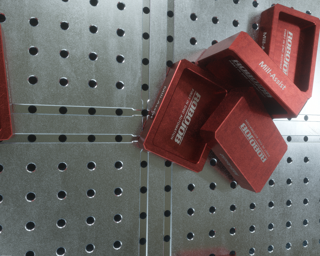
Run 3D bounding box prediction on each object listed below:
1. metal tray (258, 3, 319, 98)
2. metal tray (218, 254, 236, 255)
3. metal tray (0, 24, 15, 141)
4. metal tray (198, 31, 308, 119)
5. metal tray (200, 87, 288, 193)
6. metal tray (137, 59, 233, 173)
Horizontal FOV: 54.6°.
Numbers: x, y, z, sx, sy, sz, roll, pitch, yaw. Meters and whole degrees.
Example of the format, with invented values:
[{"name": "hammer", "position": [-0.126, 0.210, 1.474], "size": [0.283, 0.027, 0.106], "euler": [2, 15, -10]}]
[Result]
[{"name": "metal tray", "position": [0.197, -0.114, 0.481], "size": [0.091, 0.030, 0.129], "euler": [9, 87, -20]}, {"name": "metal tray", "position": [0.076, 0.253, 0.438], "size": [0.091, 0.030, 0.129], "euler": [2, 89, -20]}, {"name": "metal tray", "position": [-0.212, -0.048, 0.331], "size": [0.091, 0.030, 0.129], "euler": [-6, 92, -20]}, {"name": "metal tray", "position": [0.123, -0.065, 0.422], "size": [0.130, 0.090, 0.030], "euler": [41, 77, -16]}, {"name": "metal tray", "position": [0.122, 0.017, 0.434], "size": [0.090, 0.030, 0.130], "euler": [-51, 120, -18]}, {"name": "metal tray", "position": [0.037, -0.016, 0.423], "size": [0.090, 0.030, 0.130], "euler": [26, 81, -18]}]
